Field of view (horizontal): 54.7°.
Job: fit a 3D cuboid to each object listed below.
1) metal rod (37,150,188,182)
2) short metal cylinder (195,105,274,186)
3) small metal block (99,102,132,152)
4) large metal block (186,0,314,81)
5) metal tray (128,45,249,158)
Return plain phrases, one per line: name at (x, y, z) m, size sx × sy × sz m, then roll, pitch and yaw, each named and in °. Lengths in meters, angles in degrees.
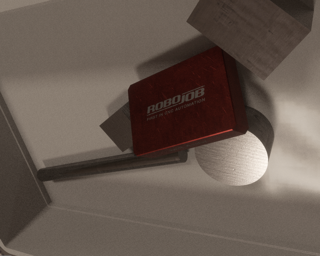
metal rod at (-0.093, 0.060, 0.492) m, size 0.300 × 0.025 × 0.025 m, roll -12°, pitch 112°, yaw 33°
short metal cylinder at (0.087, 0.019, 0.358) m, size 0.080 × 0.050 × 0.079 m, roll 13°, pitch 124°, yaw 20°
small metal block at (-0.048, -0.001, 0.431) m, size 0.050 × 0.025 × 0.050 m, roll -34°, pitch 100°, yaw 38°
large metal block at (0.081, -0.098, 0.269) m, size 0.080 × 0.080 × 0.050 m, roll 38°, pitch 129°, yaw 2°
metal tray at (0.024, -0.023, 0.345) m, size 0.130 × 0.030 × 0.090 m, roll -18°, pitch 70°, yaw 34°
